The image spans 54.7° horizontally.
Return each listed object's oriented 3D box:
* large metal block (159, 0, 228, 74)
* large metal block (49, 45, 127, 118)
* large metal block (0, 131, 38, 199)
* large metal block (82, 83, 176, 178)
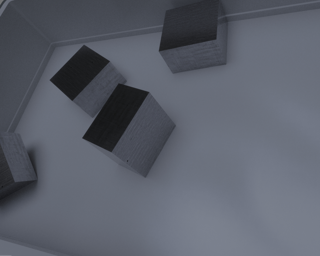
[{"bbox_3d":[0.050,-0.131,0.443,0.080,0.050,0.080,-5,59,25],"label":"large metal block"},{"bbox_3d":[-0.115,-0.076,0.494,0.080,0.050,0.080,-48,52,-6],"label":"large metal block"},{"bbox_3d":[-0.243,0.060,0.459,0.080,0.050,0.080,-28,78,9],"label":"large metal block"},{"bbox_3d":[-0.034,0.004,0.384,0.050,0.080,0.080,20,72,35],"label":"large metal block"}]
